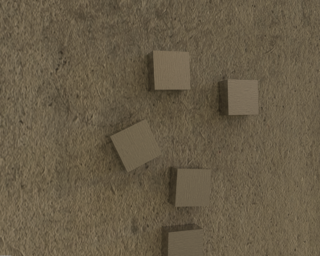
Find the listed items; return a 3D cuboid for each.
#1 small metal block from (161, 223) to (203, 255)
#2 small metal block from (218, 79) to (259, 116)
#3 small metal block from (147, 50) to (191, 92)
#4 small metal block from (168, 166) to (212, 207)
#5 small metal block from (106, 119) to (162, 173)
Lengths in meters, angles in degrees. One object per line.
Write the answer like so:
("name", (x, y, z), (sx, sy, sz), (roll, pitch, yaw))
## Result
("small metal block", (0.030, 0.160, 0.420), (0.050, 0.025, 0.050), (1, 90, -20))
("small metal block", (0.114, -0.044, 0.451), (0.050, 0.025, 0.050), (-2, 91, -20))
("small metal block", (0.012, -0.075, 0.413), (0.050, 0.025, 0.050), (-3, 91, -20))
("small metal block", (0.041, 0.079, 0.424), (0.050, 0.025, 0.050), (4, 89, -20))
("small metal block", (-0.033, 0.022, 0.397), (0.050, 0.025, 0.050), (-27, 99, -18))
